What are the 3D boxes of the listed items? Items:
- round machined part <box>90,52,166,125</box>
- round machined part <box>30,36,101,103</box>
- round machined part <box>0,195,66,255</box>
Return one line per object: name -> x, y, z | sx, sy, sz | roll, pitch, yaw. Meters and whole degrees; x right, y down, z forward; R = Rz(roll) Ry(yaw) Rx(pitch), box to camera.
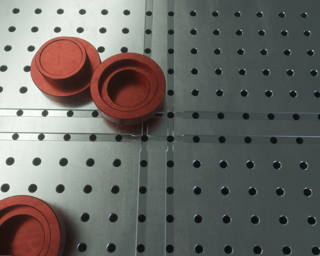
round machined part -> -0.041, -0.050, 0.421 | 0.099, 0.042, 0.098 | 0, 70, 0
round machined part -> -0.133, -0.088, 0.434 | 0.099, 0.042, 0.098 | 0, 70, 0
round machined part -> -0.157, 0.129, 0.355 | 0.099, 0.042, 0.098 | 0, 70, 0
